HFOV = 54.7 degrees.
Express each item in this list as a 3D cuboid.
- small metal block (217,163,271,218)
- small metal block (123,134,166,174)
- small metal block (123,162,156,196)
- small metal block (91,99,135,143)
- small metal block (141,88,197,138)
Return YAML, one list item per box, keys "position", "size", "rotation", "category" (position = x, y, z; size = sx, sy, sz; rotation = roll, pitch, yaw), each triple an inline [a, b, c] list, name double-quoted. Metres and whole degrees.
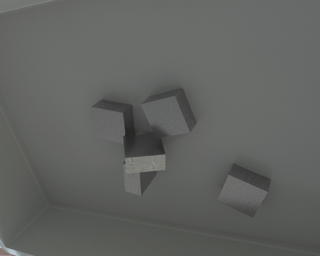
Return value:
- position: [0.108, 0.081, 0.401]
  size: [0.050, 0.025, 0.050]
  rotation: [23, 127, 13]
  category: "small metal block"
- position: [-0.022, 0.032, 0.410]
  size: [0.050, 0.050, 0.025]
  rotation: [-4, 122, -7]
  category: "small metal block"
- position: [-0.028, 0.059, 0.442]
  size: [0.025, 0.050, 0.050]
  rotation: [12, 124, 21]
  category: "small metal block"
- position: [-0.065, -0.009, 0.436]
  size: [0.050, 0.025, 0.050]
  rotation: [11, 123, 21]
  category: "small metal block"
- position: [0.011, -0.018, 0.390]
  size: [0.050, 0.025, 0.050]
  rotation: [-11, 113, 32]
  category: "small metal block"
